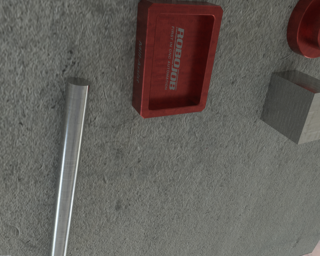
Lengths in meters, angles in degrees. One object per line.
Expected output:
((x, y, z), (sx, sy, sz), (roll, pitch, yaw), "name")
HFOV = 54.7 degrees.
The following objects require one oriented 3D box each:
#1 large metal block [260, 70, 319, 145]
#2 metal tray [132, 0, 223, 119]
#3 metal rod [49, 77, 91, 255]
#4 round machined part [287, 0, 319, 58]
((0.205, -0.034, 0.463), (0.050, 0.080, 0.079), (-10, 123, -23), "large metal block")
((0.018, -0.079, 0.364), (0.091, 0.030, 0.129), (-8, 122, -24), "metal tray")
((-0.119, 0.081, 0.392), (0.025, 0.025, 0.298), (0, 119, -29), "metal rod")
((0.231, -0.145, 0.433), (0.099, 0.042, 0.097), (-14, 124, -21), "round machined part")
